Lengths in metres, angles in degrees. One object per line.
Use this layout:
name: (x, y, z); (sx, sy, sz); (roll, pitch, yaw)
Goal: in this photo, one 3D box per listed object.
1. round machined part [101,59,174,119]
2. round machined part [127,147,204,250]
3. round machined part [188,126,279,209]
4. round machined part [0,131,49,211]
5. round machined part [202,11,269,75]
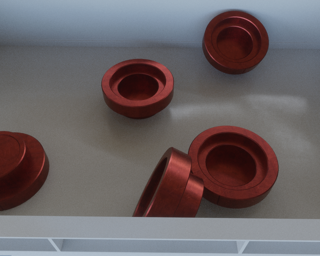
round machined part: (-0.030, -0.051, 0.436); (0.099, 0.042, 0.098); (0, 50, 0)
round machined part: (0.008, 0.071, 0.302); (0.042, 0.097, 0.098); (27, 52, -4)
round machined part: (0.079, 0.047, 0.354); (0.099, 0.042, 0.098); (0, 50, 0)
round machined part: (-0.184, 0.042, 0.357); (0.099, 0.042, 0.098); (0, 50, 0)
round machined part: (0.115, -0.129, 0.487); (0.099, 0.042, 0.098); (0, 77, -2)
